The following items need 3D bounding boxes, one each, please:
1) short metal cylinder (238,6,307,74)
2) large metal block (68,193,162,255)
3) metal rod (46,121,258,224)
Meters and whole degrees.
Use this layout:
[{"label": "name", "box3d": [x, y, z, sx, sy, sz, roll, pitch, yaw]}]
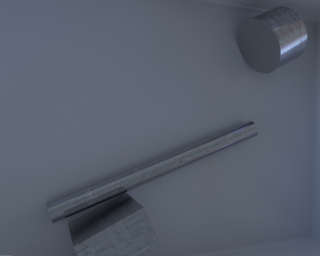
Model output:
[{"label": "short metal cylinder", "box3d": [0.158, -0.125, 0.441, 0.050, 0.080, 0.080, -29, 100, -18]}, {"label": "large metal block", "box3d": [-0.056, 0.124, 0.362, 0.081, 0.080, 0.050, -26, 99, -18]}, {"label": "metal rod", "box3d": [0.004, 0.051, 0.413, 0.302, 0.025, 0.025, -20, 97, -19]}]
